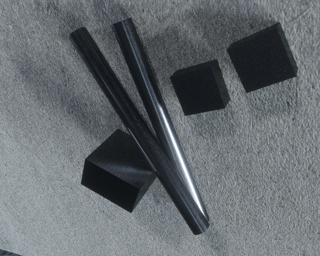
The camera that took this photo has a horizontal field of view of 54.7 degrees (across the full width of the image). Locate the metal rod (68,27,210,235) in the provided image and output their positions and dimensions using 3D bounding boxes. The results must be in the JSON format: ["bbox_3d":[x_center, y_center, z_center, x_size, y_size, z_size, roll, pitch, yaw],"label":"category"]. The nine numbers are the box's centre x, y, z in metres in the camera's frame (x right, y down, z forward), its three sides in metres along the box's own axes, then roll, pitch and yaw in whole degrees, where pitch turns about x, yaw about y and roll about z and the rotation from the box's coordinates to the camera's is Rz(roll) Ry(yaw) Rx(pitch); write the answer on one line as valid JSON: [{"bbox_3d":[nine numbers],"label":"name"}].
[{"bbox_3d":[-0.024,0.008,0.399,0.025,0.025,0.299,-28,96,37],"label":"metal rod"}]

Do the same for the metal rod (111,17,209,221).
[{"bbox_3d":[0.008,0.008,0.405,0.025,0.025,0.299,-9,114,32],"label":"metal rod"}]

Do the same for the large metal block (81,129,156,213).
[{"bbox_3d":[-0.050,0.057,0.431,0.080,0.080,0.050,27,128,10],"label":"large metal block"}]

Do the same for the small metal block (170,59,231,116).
[{"bbox_3d":[0.046,-0.045,0.354,0.050,0.025,0.050,-10,114,32],"label":"small metal block"}]

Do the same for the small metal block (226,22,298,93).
[{"bbox_3d":[0.103,-0.069,0.310,0.050,0.025,0.050,-18,109,34],"label":"small metal block"}]
